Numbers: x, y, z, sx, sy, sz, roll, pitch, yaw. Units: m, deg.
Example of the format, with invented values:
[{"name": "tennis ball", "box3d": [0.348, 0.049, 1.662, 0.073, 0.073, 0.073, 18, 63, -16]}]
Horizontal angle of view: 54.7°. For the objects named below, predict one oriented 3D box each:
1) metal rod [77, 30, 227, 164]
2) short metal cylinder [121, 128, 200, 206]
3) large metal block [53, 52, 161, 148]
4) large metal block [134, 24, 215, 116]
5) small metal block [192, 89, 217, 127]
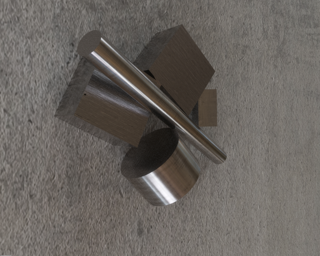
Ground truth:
[{"name": "metal rod", "box3d": [0.017, -0.012, 0.367, 0.301, 0.025, 0.025, 37, 66, -51]}, {"name": "short metal cylinder", "box3d": [0.001, 0.045, 0.370, 0.080, 0.080, 0.050, -51, 121, -27]}, {"name": "large metal block", "box3d": [-0.056, -0.032, 0.343, 0.080, 0.050, 0.080, 31, 71, -36]}, {"name": "large metal block", "box3d": [0.015, -0.071, 0.399, 0.080, 0.050, 0.080, 47, 62, -30]}, {"name": "small metal block", "box3d": [0.062, -0.027, 0.438, 0.025, 0.050, 0.050, -1, 92, -4]}]
